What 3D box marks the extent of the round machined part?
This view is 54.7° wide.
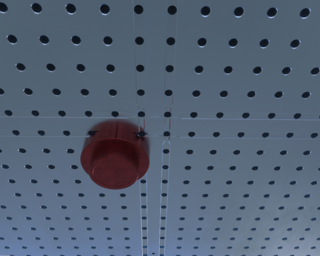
[{"bbox_3d":[-0.064,0.051,0.443,0.099,0.042,0.097,-1,130,0],"label":"round machined part"}]
